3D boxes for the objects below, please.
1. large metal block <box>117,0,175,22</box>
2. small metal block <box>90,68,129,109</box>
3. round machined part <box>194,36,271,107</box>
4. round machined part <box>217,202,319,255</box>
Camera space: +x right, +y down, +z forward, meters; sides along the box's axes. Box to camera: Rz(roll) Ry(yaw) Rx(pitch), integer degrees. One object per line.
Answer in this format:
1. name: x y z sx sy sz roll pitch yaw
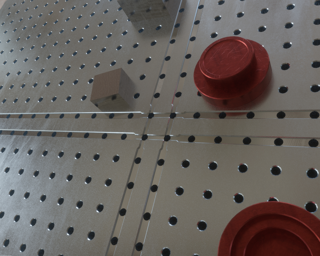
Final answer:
1. large metal block: -0.019 -0.242 0.551 0.080 0.050 0.080 1 62 28
2. small metal block: -0.078 -0.062 0.488 0.050 0.025 0.050 -12 57 22
3. round machined part: 0.089 -0.078 0.399 0.098 0.042 0.098 -13 56 21
4. round machined part: 0.104 0.118 0.270 0.098 0.042 0.098 -13 56 21
